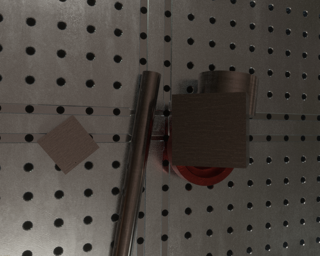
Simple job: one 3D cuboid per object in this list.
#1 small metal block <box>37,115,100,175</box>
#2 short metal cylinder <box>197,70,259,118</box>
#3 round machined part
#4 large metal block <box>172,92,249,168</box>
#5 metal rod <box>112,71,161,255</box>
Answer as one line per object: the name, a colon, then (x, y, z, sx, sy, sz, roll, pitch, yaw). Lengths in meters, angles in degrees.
small metal block: (-0.110, 0.019, 0.372, 0.050, 0.025, 0.050, -40, 103, -16)
short metal cylinder: (0.089, -0.043, 0.418, 0.081, 0.080, 0.050, 7, 88, -20)
round machined part: (0.055, 0.027, 0.425, 0.099, 0.042, 0.097, 0, 90, -20)
large metal block: (0.060, 0.002, 0.357, 0.080, 0.050, 0.079, 0, 90, 19)
metal rod: (-0.034, 0.075, 0.400, 0.025, 0.025, 0.298, 10, 87, -20)
